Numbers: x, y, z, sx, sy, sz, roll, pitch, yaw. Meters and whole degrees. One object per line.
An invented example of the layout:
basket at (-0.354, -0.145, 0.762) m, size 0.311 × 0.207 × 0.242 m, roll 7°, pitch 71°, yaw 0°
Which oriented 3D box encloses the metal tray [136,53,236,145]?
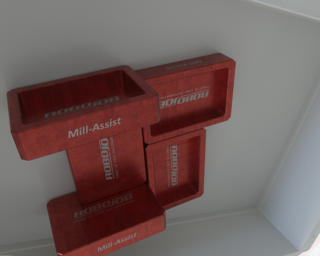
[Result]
metal tray at (0.032, -0.039, 0.398) m, size 0.131 × 0.030 × 0.089 m, roll -16°, pitch 125°, yaw -20°

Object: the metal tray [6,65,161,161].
metal tray at (-0.076, -0.022, 0.307) m, size 0.131 × 0.090 × 0.030 m, roll -17°, pitch 125°, yaw -19°

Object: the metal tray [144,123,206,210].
metal tray at (0.019, 0.058, 0.451) m, size 0.091 × 0.030 × 0.129 m, roll -16°, pitch 125°, yaw -20°

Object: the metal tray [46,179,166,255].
metal tray at (-0.069, 0.112, 0.396) m, size 0.131 × 0.090 × 0.030 m, roll -16°, pitch 125°, yaw -20°

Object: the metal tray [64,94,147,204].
metal tray at (-0.068, 0.026, 0.382) m, size 0.091 × 0.030 × 0.129 m, roll -16°, pitch 125°, yaw -20°
